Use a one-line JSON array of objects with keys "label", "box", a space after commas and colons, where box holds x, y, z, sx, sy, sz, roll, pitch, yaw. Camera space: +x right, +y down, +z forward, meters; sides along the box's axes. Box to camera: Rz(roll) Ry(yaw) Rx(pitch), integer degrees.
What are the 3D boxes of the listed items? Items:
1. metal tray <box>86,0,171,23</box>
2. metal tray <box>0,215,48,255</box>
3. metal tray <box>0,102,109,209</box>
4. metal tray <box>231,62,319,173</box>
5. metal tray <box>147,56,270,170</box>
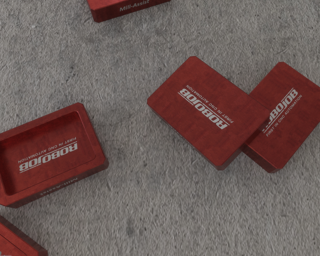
[{"label": "metal tray", "box": [-0.056, -0.227, 0.488, 0.131, 0.030, 0.090, -20, 71, -7]}, {"label": "metal tray", "box": [-0.203, 0.170, 0.341, 0.090, 0.030, 0.130, 32, 73, 11]}, {"label": "metal tray", "box": [-0.142, 0.033, 0.392, 0.131, 0.030, 0.090, -24, 72, -9]}, {"label": "metal tray", "box": [0.155, -0.016, 0.412, 0.090, 0.030, 0.130, 41, 75, 13]}, {"label": "metal tray", "box": [0.059, -0.022, 0.393, 0.090, 0.030, 0.130, -45, 66, -4]}]
